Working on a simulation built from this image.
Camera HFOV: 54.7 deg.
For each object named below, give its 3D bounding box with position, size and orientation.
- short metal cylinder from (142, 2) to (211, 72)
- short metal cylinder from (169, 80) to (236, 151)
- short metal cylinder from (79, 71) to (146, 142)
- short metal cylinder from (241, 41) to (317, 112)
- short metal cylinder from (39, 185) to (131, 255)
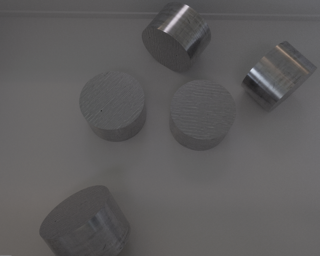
[{"bbox_3d":[0.022,-0.123,0.425,0.080,0.080,0.050,33,74,11],"label":"short metal cylinder"},{"bbox_3d":[0.053,-0.015,0.402,0.081,0.050,0.080,0,70,0],"label":"short metal cylinder"},{"bbox_3d":[-0.059,-0.027,0.406,0.081,0.050,0.080,0,70,0],"label":"short metal cylinder"},{"bbox_3d":[0.154,-0.066,0.405,0.080,0.080,0.050,-38,75,-13],"label":"short metal cylinder"},{"bbox_3d":[-0.079,0.107,0.333,0.080,0.080,0.050,-30,109,-10],"label":"short metal cylinder"}]
